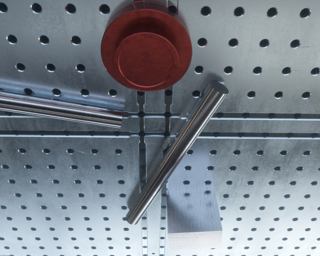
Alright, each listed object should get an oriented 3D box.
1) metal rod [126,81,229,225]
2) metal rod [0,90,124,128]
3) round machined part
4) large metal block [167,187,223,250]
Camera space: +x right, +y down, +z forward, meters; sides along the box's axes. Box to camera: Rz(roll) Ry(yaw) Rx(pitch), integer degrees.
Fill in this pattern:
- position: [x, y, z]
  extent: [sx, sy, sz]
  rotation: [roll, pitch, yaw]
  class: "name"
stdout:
- position: [0.011, 0.055, 0.459]
  extent: [0.025, 0.025, 0.298]
  rotation: [18, 128, -15]
  class: "metal rod"
- position: [-0.197, -0.034, 0.379]
  extent: [0.302, 0.025, 0.025]
  rotation: [9, 130, -8]
  class: "metal rod"
- position: [-0.014, -0.079, 0.333]
  extent: [0.099, 0.042, 0.097]
  rotation: [-1, 130, 0]
  class: "round machined part"
- position: [0.053, 0.146, 0.501]
  extent: [0.080, 0.080, 0.050]
  rotation: [-4, 130, 2]
  class: "large metal block"
